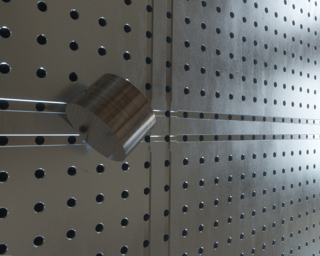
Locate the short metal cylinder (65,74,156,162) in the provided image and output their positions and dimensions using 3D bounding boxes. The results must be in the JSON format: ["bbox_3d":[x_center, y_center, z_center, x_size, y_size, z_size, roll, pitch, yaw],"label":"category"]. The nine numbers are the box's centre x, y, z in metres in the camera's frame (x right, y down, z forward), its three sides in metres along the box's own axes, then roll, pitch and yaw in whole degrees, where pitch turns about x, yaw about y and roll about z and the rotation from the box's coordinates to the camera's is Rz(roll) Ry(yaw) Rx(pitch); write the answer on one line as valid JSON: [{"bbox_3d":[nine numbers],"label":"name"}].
[{"bbox_3d":[-0.052,-0.010,0.329,0.050,0.080,0.080,-49,119,-29],"label":"short metal cylinder"}]
